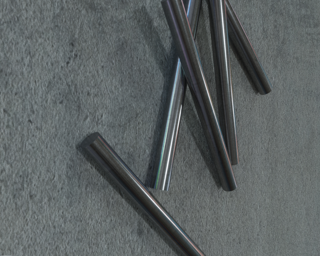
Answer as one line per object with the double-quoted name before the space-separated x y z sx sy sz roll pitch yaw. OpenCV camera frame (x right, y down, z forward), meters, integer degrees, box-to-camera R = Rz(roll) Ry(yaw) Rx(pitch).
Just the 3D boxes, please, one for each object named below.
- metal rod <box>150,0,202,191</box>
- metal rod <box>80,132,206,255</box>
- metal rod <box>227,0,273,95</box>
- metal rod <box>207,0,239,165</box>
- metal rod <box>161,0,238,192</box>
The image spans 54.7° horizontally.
"metal rod" 0.026 -0.066 0.426 0.025 0.025 0.299 18 79 -39
"metal rod" 0.003 0.120 0.406 0.025 0.025 0.300 -52 120 -27
"metal rod" 0.112 -0.174 0.497 0.300 0.025 0.025 52 60 -27
"metal rod" 0.095 -0.088 0.468 0.025 0.025 0.298 -19 107 -38
"metal rod" 0.062 -0.029 0.431 0.025 0.025 0.299 -41 123 -32
